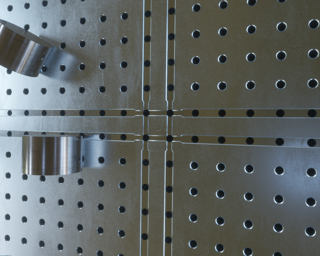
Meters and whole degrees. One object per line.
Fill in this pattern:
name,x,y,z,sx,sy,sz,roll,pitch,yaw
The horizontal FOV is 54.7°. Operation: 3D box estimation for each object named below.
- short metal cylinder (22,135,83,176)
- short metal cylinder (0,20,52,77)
short metal cylinder,-0.151,0.035,0.437,0.080,0.080,0.050,1,91,20
short metal cylinder,-0.209,-0.117,0.457,0.080,0.080,0.050,34,101,16
